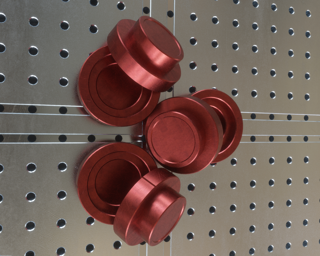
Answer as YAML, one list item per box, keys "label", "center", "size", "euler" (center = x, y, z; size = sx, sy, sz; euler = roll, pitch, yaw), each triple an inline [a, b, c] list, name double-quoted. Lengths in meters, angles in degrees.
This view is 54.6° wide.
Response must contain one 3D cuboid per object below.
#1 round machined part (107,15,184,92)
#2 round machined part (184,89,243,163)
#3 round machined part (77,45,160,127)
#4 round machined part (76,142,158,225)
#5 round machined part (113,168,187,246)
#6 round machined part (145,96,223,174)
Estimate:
- label: "round machined part"
  center: [-0.010, -0.094, 0.370]
  size: [0.098, 0.042, 0.098]
  euler: [32, 36, -26]
- label: "round machined part"
  center: [0.060, -0.003, 0.425]
  size: [0.099, 0.042, 0.097]
  euler: [0, 90, -20]
- label: "round machined part"
  center: [-0.052, -0.050, 0.383]
  size: [0.099, 0.042, 0.097]
  euler: [0, 90, -20]
- label: "round machined part"
  center: [-0.053, 0.065, 0.383]
  size: [0.099, 0.042, 0.097]
  euler: [0, 90, -20]
- label: "round machined part"
  center: [-0.005, 0.100, 0.371]
  size: [0.099, 0.042, 0.097]
  euler: [-39, 146, -32]
- label: "round machined part"
  center: [0.024, 0.010, 0.380]
  size: [0.042, 0.098, 0.098]
  euler: [-22, 100, -61]
